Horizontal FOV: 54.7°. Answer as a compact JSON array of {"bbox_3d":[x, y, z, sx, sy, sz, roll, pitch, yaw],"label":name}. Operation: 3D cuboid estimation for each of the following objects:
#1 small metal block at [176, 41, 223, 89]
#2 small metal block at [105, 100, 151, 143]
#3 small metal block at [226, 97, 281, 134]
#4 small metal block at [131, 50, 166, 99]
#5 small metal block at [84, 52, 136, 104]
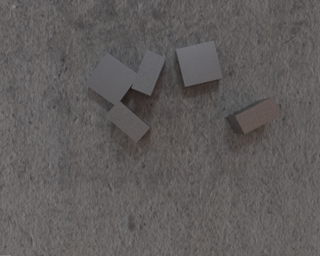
[{"bbox_3d":[0.051,-0.083,0.411,0.050,0.025,0.050,-13,90,-1],"label":"small metal block"},{"bbox_3d":[-0.039,-0.008,0.397,0.050,0.050,0.025,42,90,-1],"label":"small metal block"},{"bbox_3d":[0.119,-0.015,0.399,0.050,0.050,0.025,-27,90,0],"label":"small metal block"},{"bbox_3d":[-0.014,-0.067,0.397,0.025,0.050,0.050,22,90,-1],"label":"small metal block"},{"bbox_3d":[-0.062,-0.062,0.409,0.050,0.025,0.050,36,90,-1],"label":"small metal block"}]
